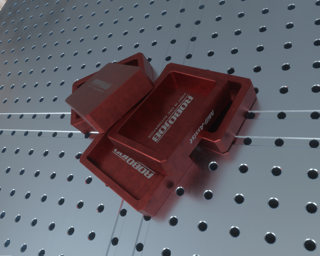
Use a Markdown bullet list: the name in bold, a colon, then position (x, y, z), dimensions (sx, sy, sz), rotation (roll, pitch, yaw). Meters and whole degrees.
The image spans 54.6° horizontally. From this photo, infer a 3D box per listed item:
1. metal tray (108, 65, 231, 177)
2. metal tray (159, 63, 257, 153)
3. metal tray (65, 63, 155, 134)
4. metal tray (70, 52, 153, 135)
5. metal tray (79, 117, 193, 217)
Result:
- **metal tray**: position (0.013, -0.015, 0.368), dimensions (0.090, 0.030, 0.130), rotation (22, 62, 36)
- **metal tray**: position (0.044, -0.031, 0.401), dimensions (0.130, 0.030, 0.090), rotation (21, 72, 36)
- **metal tray**: position (-0.073, -0.047, 0.421), dimensions (0.090, 0.030, 0.130), rotation (-43, 28, -11)
- **metal tray**: position (-0.074, -0.053, 0.477), dimensions (0.130, 0.030, 0.090), rotation (-20, 54, 16)
- **metal tray**: position (-0.034, 0.040, 0.399), dimensions (0.130, 0.030, 0.090), rotation (30, 78, 37)
